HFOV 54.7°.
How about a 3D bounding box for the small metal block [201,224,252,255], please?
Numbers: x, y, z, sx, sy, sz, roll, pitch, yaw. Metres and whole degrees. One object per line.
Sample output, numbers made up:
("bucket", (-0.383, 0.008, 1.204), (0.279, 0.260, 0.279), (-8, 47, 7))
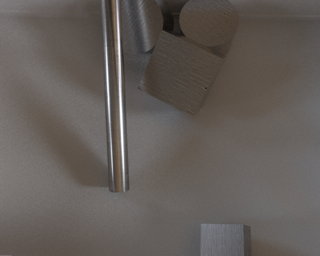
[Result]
("small metal block", (0.074, 0.135, 0.348), (0.050, 0.025, 0.050), (-10, 64, 31))

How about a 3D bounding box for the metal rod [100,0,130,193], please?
("metal rod", (-0.056, -0.072, 0.372), (0.025, 0.025, 0.298), (-2, 94, -1))

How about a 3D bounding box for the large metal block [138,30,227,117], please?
("large metal block", (0.030, -0.072, 0.402), (0.080, 0.050, 0.079), (29, 112, 9))

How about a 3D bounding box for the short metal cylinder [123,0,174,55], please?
("short metal cylinder", (-0.026, -0.144, 0.427), (0.080, 0.050, 0.079), (5, 107, 17))

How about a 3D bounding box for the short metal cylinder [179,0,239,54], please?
("short metal cylinder", (0.067, -0.141, 0.444), (0.080, 0.050, 0.080), (0, 77, 2))
